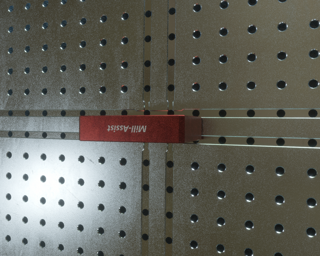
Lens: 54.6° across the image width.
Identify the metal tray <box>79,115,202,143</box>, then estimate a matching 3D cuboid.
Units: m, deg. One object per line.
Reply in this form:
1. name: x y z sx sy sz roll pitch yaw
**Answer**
1. metal tray: -0.021 0.000 0.386 0.130 0.090 0.030 0 91 20
